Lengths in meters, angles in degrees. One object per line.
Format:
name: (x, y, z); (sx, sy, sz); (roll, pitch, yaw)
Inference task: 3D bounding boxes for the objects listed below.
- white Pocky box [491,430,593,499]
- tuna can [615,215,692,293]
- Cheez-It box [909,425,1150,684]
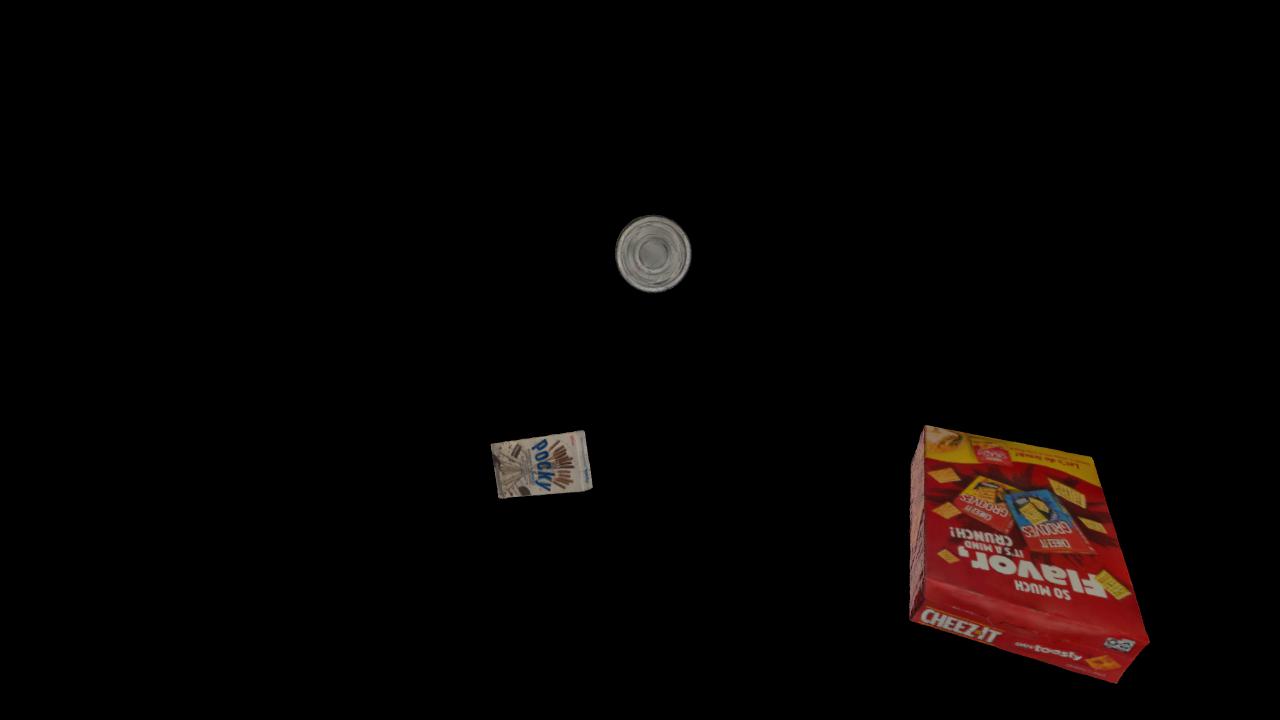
white Pocky box: (-0.142, 0.150, 0.874); (0.154, 0.084, 0.028); (-11, -4, 28)
tuna can: (0.014, -0.116, 0.671); (0.084, 0.084, 0.034); (0, 13, -2)
Cheez-It box: (0.354, 0.168, 0.593); (0.166, 0.071, 0.223); (11, 35, 17)
